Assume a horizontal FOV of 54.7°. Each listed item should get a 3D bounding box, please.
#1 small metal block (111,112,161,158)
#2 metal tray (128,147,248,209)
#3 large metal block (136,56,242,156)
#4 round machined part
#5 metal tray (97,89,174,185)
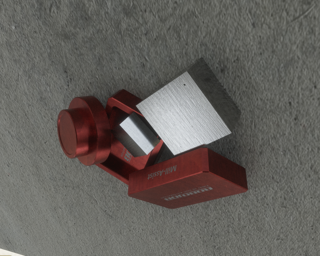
[{"bbox_3d":[-0.034,0.010,0.403,0.050,0.025,0.050,48,157,-9],"label":"small metal block"},{"bbox_3d":[0.033,0.070,0.401,0.130,0.030,0.090,-25,141,37],"label":"metal tray"},{"bbox_3d":[0.034,-0.022,0.361,0.080,0.050,0.080,-30,102,38],"label":"large metal block"},{"bbox_3d":[-0.111,0.006,0.432,0.098,0.042,0.097,17,112,49],"label":"round machined part"},{"bbox_3d":[-0.041,0.021,0.439,0.090,0.030,0.129,30,128,8],"label":"metal tray"}]
